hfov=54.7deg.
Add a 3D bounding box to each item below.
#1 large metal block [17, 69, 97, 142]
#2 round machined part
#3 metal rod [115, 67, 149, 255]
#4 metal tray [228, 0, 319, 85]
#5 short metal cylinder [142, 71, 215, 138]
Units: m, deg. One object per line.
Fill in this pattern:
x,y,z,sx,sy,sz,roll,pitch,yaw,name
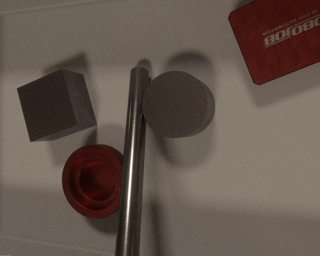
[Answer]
-0.148,-0.030,0.448,0.080,0.050,0.080,-18,84,18,large metal block
-0.082,0.071,0.429,0.098,0.042,0.097,0,90,19,round machined part
-0.032,0.058,0.355,0.025,0.025,0.299,-8,62,19,metal rod
0.154,-0.113,0.348,0.130,0.030,0.090,-21,90,18,metal tray
0.025,-0.028,0.388,0.080,0.050,0.079,0,90,19,short metal cylinder
